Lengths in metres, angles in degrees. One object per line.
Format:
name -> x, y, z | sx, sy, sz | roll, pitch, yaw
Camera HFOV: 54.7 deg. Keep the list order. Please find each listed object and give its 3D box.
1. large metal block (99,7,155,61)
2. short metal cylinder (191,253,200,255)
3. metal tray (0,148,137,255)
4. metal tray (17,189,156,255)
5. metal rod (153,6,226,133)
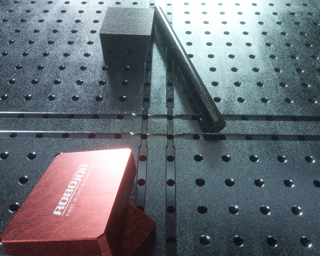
large metal block -> -0.052, -0.160, 0.526 | 0.080, 0.050, 0.080 | 3, 50, 2
short metal cylinder -> 0.029, 0.150, 0.246 | 0.050, 0.080, 0.080 | 28, 55, 21
metal tray -> -0.079, 0.070, 0.306 | 0.090, 0.030, 0.130 | -5, 28, 9
metal tray -> -0.077, 0.123, 0.301 | 0.090, 0.030, 0.131 | 30, 56, 23
metal rod -> 0.034, -0.112, 0.501 | 0.025, 0.025, 0.300 | -12, 51, -10
